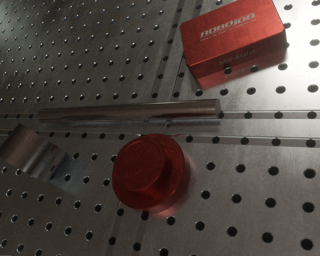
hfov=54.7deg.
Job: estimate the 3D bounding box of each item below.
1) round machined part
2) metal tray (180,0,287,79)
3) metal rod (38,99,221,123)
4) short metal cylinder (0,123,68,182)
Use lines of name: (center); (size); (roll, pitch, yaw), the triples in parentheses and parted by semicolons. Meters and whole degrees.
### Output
round machined part: (-0.017, 0.049, 0.375); (0.098, 0.042, 0.098); (-13, 56, 21)
metal tray: (0.098, -0.131, 0.433); (0.130, 0.030, 0.090); (-17, 55, 17)
metal rod: (-0.062, -0.022, 0.452); (0.300, 0.025, 0.025); (-1, 61, 27)
short metal cylinder: (-0.182, 0.035, 0.444); (0.080, 0.080, 0.050); (22, 74, 36)
